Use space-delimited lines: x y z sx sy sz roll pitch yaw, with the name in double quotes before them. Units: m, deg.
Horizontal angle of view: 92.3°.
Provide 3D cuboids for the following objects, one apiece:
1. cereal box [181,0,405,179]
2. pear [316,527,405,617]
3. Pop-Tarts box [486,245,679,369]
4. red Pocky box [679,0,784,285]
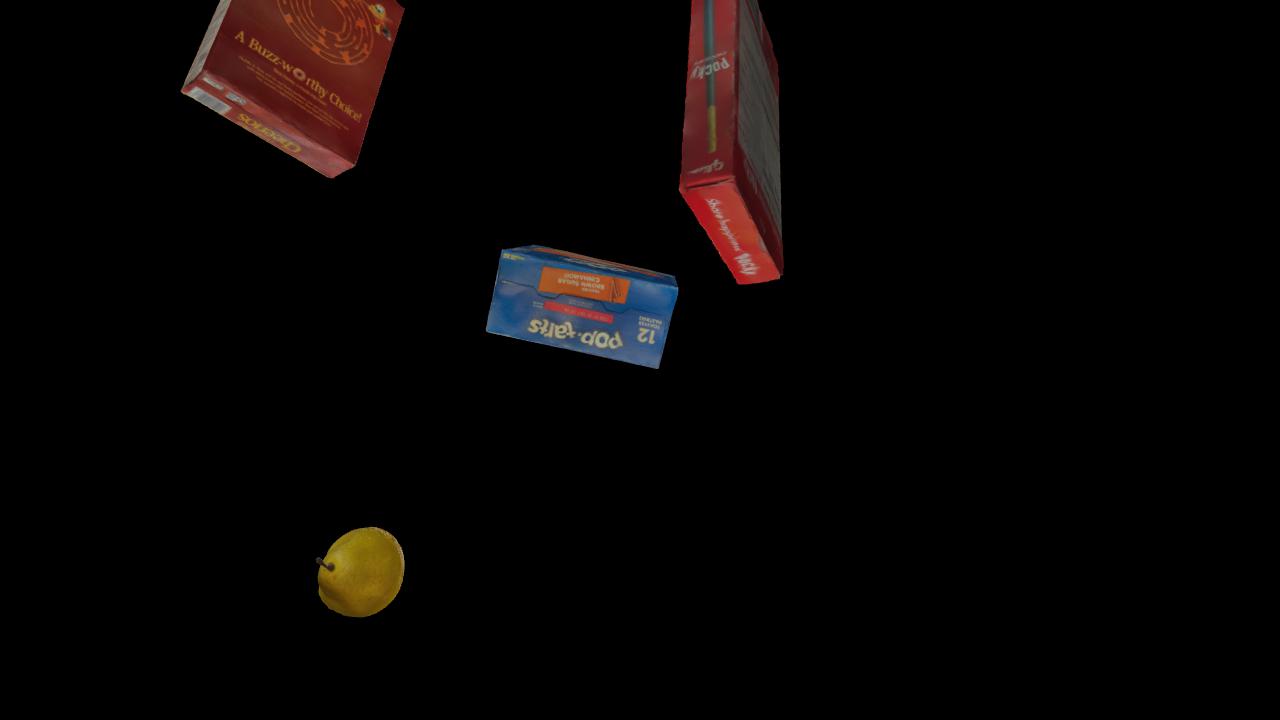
"cereal box" -0.469 -0.443 0.863 0.081 0.306 0.203 -8 -23 34
"pear" -0.259 0.193 0.554 0.080 0.080 0.111 0 -11 -1
"Pop-Tarts box" -0.051 -0.061 0.628 0.167 0.083 0.141 12 13 0
"red Pocky box" 0.049 -0.125 0.314 0.028 0.155 0.083 -7 -27 24
